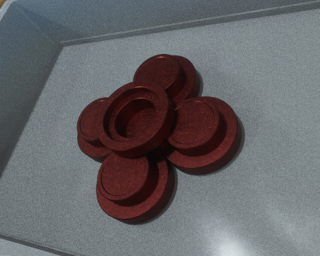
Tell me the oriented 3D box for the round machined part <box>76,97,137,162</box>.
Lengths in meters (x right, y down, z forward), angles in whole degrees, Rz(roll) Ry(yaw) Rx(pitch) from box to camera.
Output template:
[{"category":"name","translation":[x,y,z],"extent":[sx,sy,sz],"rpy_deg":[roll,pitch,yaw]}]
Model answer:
[{"category":"round machined part","translation":[-0.076,-0.004,0.435],"extent":[0.098,0.042,0.098],"rpy_deg":[-13,56,21]}]

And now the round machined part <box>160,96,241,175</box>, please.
[{"category":"round machined part","translation":[0.043,0.003,0.368],"extent":[0.098,0.042,0.098],"rpy_deg":[-13,56,21]}]

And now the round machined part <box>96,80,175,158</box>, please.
[{"category":"round machined part","translation":[-0.026,-0.008,0.384],"extent":[0.098,0.042,0.098],"rpy_deg":[-13,56,21]}]

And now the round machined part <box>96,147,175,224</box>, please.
[{"category":"round machined part","translation":[-0.036,0.061,0.373],"extent":[0.098,0.042,0.098],"rpy_deg":[-13,55,19]}]

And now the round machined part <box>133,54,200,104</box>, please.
[{"category":"round machined part","translation":[0.002,-0.063,0.429],"extent":[0.098,0.042,0.098],"rpy_deg":[-13,56,21]}]
